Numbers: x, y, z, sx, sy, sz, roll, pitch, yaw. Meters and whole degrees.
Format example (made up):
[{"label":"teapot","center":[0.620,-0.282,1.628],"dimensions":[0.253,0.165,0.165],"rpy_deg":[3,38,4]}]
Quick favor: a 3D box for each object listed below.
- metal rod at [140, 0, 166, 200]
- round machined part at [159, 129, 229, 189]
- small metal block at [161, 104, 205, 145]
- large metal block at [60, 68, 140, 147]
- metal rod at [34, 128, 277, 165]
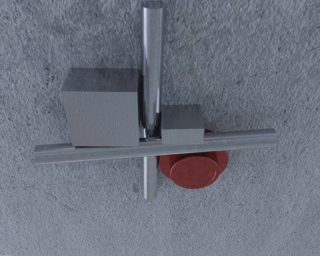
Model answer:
[{"label":"metal rod","center":[-0.012,-0.008,0.401],"dimensions":[0.025,0.025,0.298],"rpy_deg":[1,130,-2]},{"label":"round machined part","center":[0.048,0.050,0.440],"dimensions":[0.099,0.042,0.097],"rpy_deg":[-1,130,0]},{"label":"small metal block","center":[0.027,-0.005,0.388],"dimensions":[0.050,0.050,0.025],"rpy_deg":[-1,130,0]},{"label":"large metal block","center":[-0.065,-0.024,0.370],"dimensions":[0.081,0.050,0.079],"rpy_deg":[1,130,-1]},{"label":"metal rod","center":[-0.003,0.023,0.396],"dimensions":[0.302,0.025,0.025],"rpy_deg":[-4,130,-3]}]
